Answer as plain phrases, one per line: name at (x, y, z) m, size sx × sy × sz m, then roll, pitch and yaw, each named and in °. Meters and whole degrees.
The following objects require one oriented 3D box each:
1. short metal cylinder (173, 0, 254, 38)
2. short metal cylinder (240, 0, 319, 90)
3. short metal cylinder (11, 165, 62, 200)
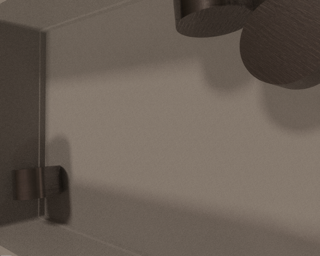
short metal cylinder at (0.054, -0.134, 0.325) m, size 0.080 × 0.081 × 0.050 m, roll -8°, pitch 85°, yaw 39°
short metal cylinder at (0.123, -0.078, 0.288) m, size 0.080 × 0.050 × 0.079 m, roll 0°, pitch 90°, yaw 39°
short metal cylinder at (-0.216, 0.095, 0.546) m, size 0.080 × 0.081 × 0.050 m, roll -9°, pitch 85°, yaw 39°
